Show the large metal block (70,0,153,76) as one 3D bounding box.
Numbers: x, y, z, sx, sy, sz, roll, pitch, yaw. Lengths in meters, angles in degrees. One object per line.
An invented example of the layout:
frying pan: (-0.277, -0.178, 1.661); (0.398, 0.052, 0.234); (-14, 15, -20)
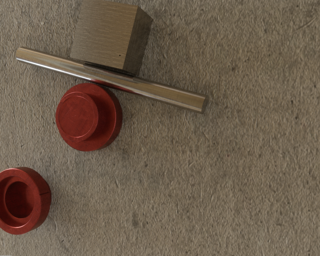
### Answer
large metal block: (-0.065, -0.122, 0.418); (0.080, 0.050, 0.080); (16, 95, 19)

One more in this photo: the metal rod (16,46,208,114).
metal rod: (-0.080, -0.072, 0.436); (0.301, 0.025, 0.025); (18, 96, 19)

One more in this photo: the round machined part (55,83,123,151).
round machined part: (-0.107, -0.015, 0.437); (0.098, 0.042, 0.097); (0, 90, 20)

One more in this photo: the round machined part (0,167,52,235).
round machined part: (-0.207, 0.108, 0.473); (0.098, 0.042, 0.097); (0, 90, 20)
